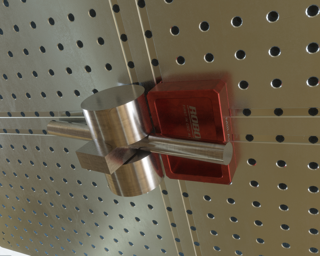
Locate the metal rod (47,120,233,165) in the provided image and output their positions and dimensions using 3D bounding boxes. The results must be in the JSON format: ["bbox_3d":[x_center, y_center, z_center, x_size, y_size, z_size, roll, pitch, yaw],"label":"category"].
[{"bbox_3d":[-0.050,0.013,0.416,0.300,0.025,0.025,7,122,35],"label":"metal rod"}]

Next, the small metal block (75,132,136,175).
[{"bbox_3d":[-0.067,0.030,0.387,0.050,0.050,0.025,6,121,35],"label":"small metal block"}]

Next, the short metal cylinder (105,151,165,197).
[{"bbox_3d":[-0.038,0.049,0.425,0.080,0.080,0.050,2,119,27],"label":"short metal cylinder"}]

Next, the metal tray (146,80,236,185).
[{"bbox_3d":[0.042,0.007,0.390,0.090,0.030,0.129,1,119,27],"label":"metal tray"}]

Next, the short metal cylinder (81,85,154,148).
[{"bbox_3d":[-0.053,-0.017,0.391,0.080,0.080,0.050,1,119,28],"label":"short metal cylinder"}]
